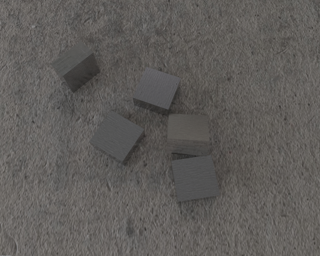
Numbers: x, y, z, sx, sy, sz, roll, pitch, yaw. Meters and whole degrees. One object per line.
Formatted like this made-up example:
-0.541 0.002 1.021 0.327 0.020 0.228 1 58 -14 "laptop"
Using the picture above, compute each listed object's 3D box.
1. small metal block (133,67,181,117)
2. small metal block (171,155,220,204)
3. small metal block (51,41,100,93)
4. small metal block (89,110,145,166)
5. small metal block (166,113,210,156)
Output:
-0.004 -0.050 0.426 0.050 0.025 0.050 19 71 7 "small metal block"
0.043 0.064 0.385 0.050 0.025 0.050 -8 70 -3 "small metal block"
-0.114 -0.082 0.424 0.050 0.050 0.025 -43 76 -14 "small metal block"
-0.054 0.013 0.403 0.050 0.025 0.050 30 73 10 "small metal block"
0.035 0.008 0.394 0.050 0.025 0.050 4 40 1 "small metal block"
